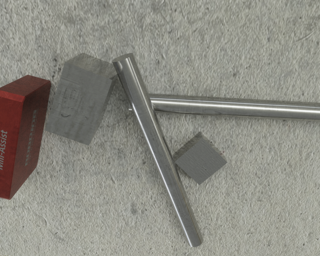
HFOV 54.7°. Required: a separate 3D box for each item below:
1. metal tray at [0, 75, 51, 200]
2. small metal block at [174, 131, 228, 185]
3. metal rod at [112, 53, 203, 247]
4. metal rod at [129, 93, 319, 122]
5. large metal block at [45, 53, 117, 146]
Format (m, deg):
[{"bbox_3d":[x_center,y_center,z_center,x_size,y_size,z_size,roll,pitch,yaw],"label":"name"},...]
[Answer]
[{"bbox_3d":[-0.171,0.008,0.375,0.030,0.090,0.129,15,109,-6],"label":"metal tray"},{"bbox_3d":[0.055,0.042,0.426,0.050,0.025,0.050,-42,105,13],"label":"small metal block"},{"bbox_3d":[0.006,0.047,0.409,0.025,0.025,0.298,-18,116,6],"label":"metal rod"},{"bbox_3d":[0.112,-0.026,0.401,0.302,0.025,0.025,3,110,-2],"label":"metal rod"},{"bbox_3d":[-0.088,-0.037,0.365,0.050,0.080,0.079,21,109,-8],"label":"large metal block"}]
